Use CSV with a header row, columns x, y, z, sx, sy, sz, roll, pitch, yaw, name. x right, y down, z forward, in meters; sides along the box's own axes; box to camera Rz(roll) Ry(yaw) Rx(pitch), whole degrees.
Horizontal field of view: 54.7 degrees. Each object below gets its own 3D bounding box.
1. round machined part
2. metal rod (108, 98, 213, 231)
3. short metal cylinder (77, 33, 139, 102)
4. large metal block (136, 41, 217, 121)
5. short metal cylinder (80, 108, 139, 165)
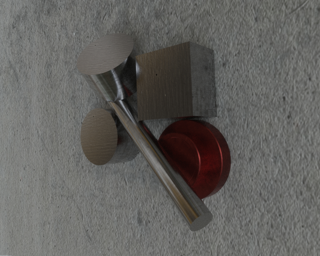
x,y,z,sx,sy,sz,roll,pitch,yaw,name
0.030,0.038,0.369,0.098,0.042,0.097,0,90,40,round machined part
-0.030,0.000,0.387,0.025,0.025,0.300,-60,43,23,metal rod
-0.063,-0.082,0.418,0.080,0.050,0.080,-11,50,14,short metal cylinder
0.019,-0.051,0.372,0.080,0.050,0.080,-4,88,40,large metal block
-0.070,0.012,0.449,0.080,0.050,0.080,0,90,40,short metal cylinder
